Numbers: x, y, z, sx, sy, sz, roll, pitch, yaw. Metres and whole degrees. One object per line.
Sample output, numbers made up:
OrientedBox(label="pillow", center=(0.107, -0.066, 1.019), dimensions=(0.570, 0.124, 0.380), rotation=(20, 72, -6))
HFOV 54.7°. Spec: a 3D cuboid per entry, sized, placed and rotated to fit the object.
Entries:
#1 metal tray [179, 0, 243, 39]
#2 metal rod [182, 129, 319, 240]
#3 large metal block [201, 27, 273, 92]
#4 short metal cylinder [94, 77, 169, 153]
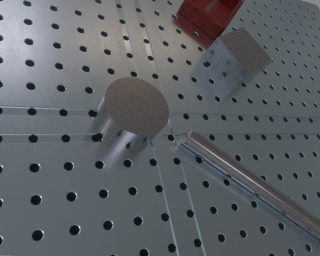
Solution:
OrientedBox(label="metal tray", center=(0.103, -0.238, 0.605), dimensions=(0.090, 0.030, 0.130), rotation=(37, 51, -4))
OrientedBox(label="metal rod", center=(0.160, 0.097, 0.434), dimensions=(0.301, 0.025, 0.025), rotation=(35, 51, -5))
OrientedBox(label="large metal block", center=(0.134, -0.120, 0.538), dimensions=(0.081, 0.050, 0.080), rotation=(-31, 79, -38))
OrientedBox(label="short metal cylinder", center=(-0.036, -0.015, 0.382), dimensions=(0.081, 0.050, 0.080), rotation=(14, 56, -21))
